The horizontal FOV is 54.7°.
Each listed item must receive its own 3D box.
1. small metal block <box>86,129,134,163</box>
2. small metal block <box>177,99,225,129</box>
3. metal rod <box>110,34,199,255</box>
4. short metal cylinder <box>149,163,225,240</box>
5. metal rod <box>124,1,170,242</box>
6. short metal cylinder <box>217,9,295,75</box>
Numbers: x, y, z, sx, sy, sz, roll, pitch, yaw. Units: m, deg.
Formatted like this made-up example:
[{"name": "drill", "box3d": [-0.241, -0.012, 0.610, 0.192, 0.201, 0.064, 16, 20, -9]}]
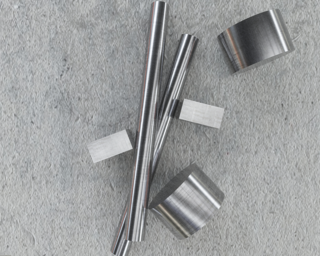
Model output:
[{"name": "small metal block", "box3d": [-0.061, 0.022, 0.397, 0.050, 0.050, 0.025, -21, 90, 0]}, {"name": "small metal block", "box3d": [0.050, -0.017, 0.398, 0.050, 0.050, 0.025, 14, 90, 0]}, {"name": "metal rod", "box3d": [-0.007, 0.022, 0.409, 0.025, 0.025, 0.298, 18, 90, 0]}, {"name": "short metal cylinder", "box3d": [0.032, 0.089, 0.383, 0.080, 0.080, 0.050, -43, 90, 0]}, {"name": "metal rod", "box3d": [-0.015, -0.014, 0.391, 0.025, 0.025, 0.298, 6, 83, 0]}, {"name": "short metal cylinder", "box3d": [0.117, -0.103, 0.383, 0.080, 0.080, 0.050, -21, 90, 0]}]
